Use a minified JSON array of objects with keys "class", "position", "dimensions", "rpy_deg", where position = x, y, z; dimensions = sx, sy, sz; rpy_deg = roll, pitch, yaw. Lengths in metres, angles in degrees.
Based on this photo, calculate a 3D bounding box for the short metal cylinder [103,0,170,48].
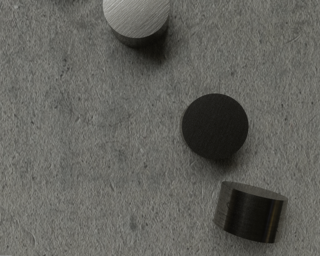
[{"class":"short metal cylinder","position":[-0.028,-0.148,0.397],"dimensions":[0.081,0.050,0.080],"rpy_deg":[0,90,0]}]

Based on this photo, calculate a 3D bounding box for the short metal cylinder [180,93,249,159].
[{"class":"short metal cylinder","position":[0.067,-0.002,0.398],"dimensions":[0.081,0.050,0.080],"rpy_deg":[0,90,0]}]

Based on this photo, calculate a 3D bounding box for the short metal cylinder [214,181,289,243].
[{"class":"short metal cylinder","position":[0.111,0.101,0.383],"dimensions":[0.080,0.080,0.050],"rpy_deg":[12,90,0]}]
